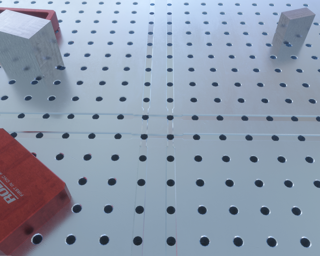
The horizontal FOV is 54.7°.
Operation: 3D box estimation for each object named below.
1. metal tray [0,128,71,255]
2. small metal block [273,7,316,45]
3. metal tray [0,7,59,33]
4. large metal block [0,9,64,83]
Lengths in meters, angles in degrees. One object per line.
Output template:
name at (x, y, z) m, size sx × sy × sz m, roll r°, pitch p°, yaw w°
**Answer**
metal tray at (-0.178, 0.065, 0.348) m, size 0.130 × 0.030 × 0.090 m, roll 33°, pitch 57°, yaw 24°
small metal block at (0.234, -0.178, 0.542) m, size 0.050 × 0.050 × 0.025 m, roll -15°, pitch 52°, yaw -12°
metal tray at (-0.258, -0.176, 0.550) m, size 0.131 × 0.030 × 0.090 m, roll 4°, pitch 50°, yaw 3°
large metal block at (-0.206, -0.125, 0.475) m, size 0.080 × 0.080 × 0.050 m, roll 18°, pitch 52°, yaw 14°
